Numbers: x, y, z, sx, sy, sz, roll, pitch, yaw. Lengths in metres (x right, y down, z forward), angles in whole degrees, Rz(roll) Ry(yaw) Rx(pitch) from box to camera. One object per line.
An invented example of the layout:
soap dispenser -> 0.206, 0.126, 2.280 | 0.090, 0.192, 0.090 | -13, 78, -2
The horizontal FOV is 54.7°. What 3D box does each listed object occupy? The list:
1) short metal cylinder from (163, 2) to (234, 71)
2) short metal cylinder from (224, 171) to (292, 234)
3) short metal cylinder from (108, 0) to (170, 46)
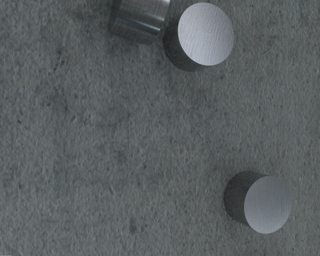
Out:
short metal cylinder -> 0.051, -0.119, 0.416 | 0.081, 0.050, 0.079 | 0, 90, -21
short metal cylinder -> 0.141, 0.105, 0.450 | 0.081, 0.050, 0.079 | 0, 90, -21
short metal cylinder -> -0.026, -0.145, 0.371 | 0.050, 0.080, 0.080 | 14, 85, -20
